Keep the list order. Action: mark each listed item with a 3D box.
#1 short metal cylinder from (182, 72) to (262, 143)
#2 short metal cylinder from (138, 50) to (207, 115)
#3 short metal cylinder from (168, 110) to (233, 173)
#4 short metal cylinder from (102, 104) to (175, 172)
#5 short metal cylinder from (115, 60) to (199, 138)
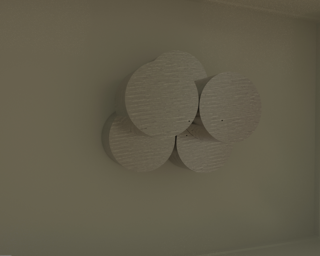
[{"bbox_3d":[0.071,-0.023,0.367,0.081,0.050,0.080,0,90,-20],"label":"short metal cylinder"},{"bbox_3d":[0.014,-0.055,0.401,0.081,0.050,0.080,0,90,-20],"label":"short metal cylinder"},{"bbox_3d":[0.049,0.017,0.413,0.081,0.050,0.080,0,90,-20],"label":"short metal cylinder"},{"bbox_3d":[-0.028,0.012,0.385,0.081,0.050,0.080,0,90,-20],"label":"short metal cylinder"},{"bbox_3d":[-0.005,-0.030,0.340,0.081,0.050,0.080,0,90,-20],"label":"short metal cylinder"}]
